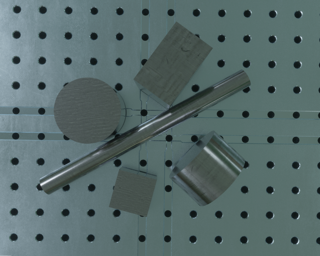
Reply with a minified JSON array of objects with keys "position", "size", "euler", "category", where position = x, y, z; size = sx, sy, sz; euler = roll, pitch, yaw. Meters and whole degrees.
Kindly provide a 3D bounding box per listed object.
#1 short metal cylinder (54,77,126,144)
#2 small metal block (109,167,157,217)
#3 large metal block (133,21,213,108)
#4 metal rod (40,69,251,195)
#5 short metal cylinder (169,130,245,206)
[{"position":[-0.087,-0.021,0.396],"size":[0.081,0.050,0.079],"euler":[0,90,0],"category":"short metal cylinder"},{"position":[-0.035,0.084,0.410],"size":[0.050,0.025,0.050],"euler":[15,90,0],"category":"small metal block"},{"position":[0.015,-0.072,0.383],"size":[0.050,0.080,0.080],"euler":[36,90,0],"category":"large metal block"},{"position":[-0.019,0.005,0.410],"size":[0.301,0.025,0.025],"euler":[-28,90,0],"category":"metal rod"},{"position":[0.057,0.049,0.383],"size":[0.050,0.080,0.080],"euler":[44,90,-1],"category":"short metal cylinder"}]
